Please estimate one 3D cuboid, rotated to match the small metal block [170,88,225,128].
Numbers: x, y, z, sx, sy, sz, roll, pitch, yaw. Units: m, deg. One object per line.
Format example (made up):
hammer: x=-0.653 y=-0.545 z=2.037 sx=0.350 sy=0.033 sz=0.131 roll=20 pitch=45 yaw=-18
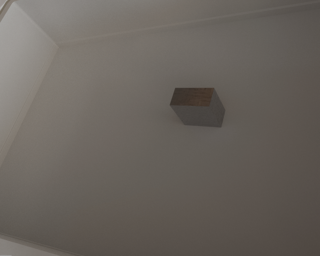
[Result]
small metal block: x=0.047 y=-0.025 z=0.381 sx=0.050 sy=0.050 sz=0.025 roll=4 pitch=64 yaw=30
